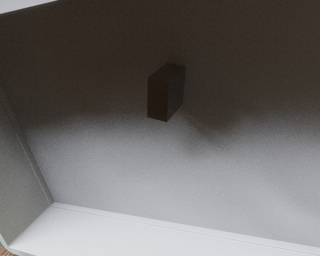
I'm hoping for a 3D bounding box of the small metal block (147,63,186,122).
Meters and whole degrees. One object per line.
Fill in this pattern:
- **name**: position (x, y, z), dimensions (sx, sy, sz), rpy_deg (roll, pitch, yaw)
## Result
- **small metal block**: position (0.008, -0.042, 0.363), dimensions (0.025, 0.050, 0.050), rpy_deg (16, 125, 19)
